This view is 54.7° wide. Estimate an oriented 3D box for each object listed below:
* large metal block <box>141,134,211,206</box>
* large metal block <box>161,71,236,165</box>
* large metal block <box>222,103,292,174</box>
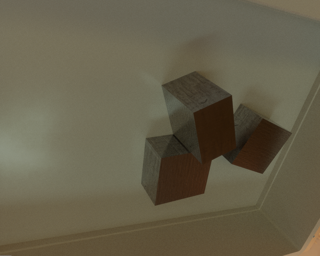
[{"bbox_3d":[0.023,0.055,0.441,0.081,0.050,0.079,-8,122,-25],"label":"large metal block"},{"bbox_3d":[0.049,-0.015,0.393,0.050,0.080,0.080,-25,128,-13],"label":"large metal block"},{"bbox_3d":[0.144,0.018,0.485,0.080,0.050,0.080,20,108,-36],"label":"large metal block"}]
